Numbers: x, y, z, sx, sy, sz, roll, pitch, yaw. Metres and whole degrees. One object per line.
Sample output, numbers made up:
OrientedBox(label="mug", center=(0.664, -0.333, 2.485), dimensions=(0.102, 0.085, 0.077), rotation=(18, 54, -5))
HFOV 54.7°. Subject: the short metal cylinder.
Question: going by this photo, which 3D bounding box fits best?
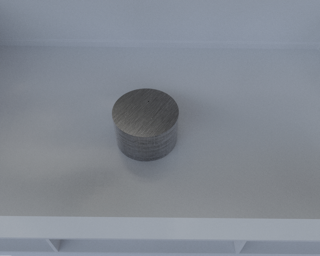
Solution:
OrientedBox(label="short metal cylinder", center=(-0.018, -0.005, 0.392), dimensions=(0.081, 0.050, 0.080), rotation=(0, 50, 0))
